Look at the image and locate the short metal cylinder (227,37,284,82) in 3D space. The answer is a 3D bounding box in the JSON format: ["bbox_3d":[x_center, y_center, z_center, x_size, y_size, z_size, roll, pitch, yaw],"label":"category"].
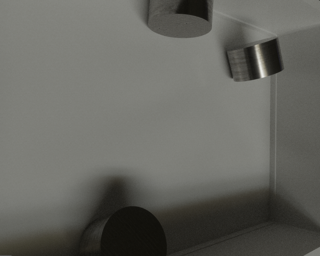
[{"bbox_3d":[0.153,-0.111,0.499,0.081,0.080,0.050,-28,108,-37],"label":"short metal cylinder"}]

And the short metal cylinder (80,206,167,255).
[{"bbox_3d":[-0.040,0.131,0.339,0.081,0.050,0.080,19,56,-31],"label":"short metal cylinder"}]

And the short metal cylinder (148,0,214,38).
[{"bbox_3d":[0.027,-0.152,0.393,0.081,0.080,0.050,6,86,-40],"label":"short metal cylinder"}]
